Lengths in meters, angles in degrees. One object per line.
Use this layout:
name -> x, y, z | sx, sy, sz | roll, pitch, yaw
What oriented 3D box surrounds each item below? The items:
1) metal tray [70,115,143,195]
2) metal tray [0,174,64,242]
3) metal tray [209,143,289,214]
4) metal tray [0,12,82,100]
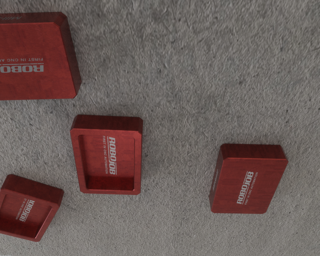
metal tray -> -0.071, 0.042, 0.438 | 0.091, 0.030, 0.129 | 2, 130, -3
metal tray -> -0.226, 0.138, 0.519 | 0.091, 0.030, 0.129 | 23, 127, -19
metal tray -> 0.130, 0.081, 0.474 | 0.091, 0.030, 0.129 | 1, 130, -2
metal tray -> -0.161, -0.075, 0.338 | 0.131, 0.030, 0.089 | -2, 130, 1
